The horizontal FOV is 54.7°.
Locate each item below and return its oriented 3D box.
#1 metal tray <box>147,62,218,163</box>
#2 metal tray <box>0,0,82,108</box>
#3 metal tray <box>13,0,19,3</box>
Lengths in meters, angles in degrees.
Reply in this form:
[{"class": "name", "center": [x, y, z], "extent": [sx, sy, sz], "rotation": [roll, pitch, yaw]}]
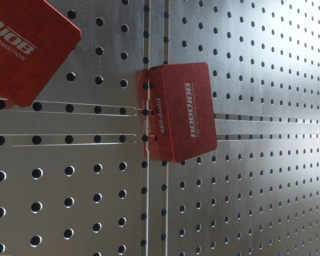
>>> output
[{"class": "metal tray", "center": [0.035, -0.024, 0.437], "extent": [0.091, 0.030, 0.129], "rotation": [-14, 99, -39]}, {"class": "metal tray", "center": [-0.147, -0.089, 0.263], "extent": [0.130, 0.030, 0.090], "rotation": [37, 89, -34]}, {"class": "metal tray", "center": [-0.122, -0.196, 0.305], "extent": [0.130, 0.030, 0.090], "rotation": [-49, 119, -29]}]
